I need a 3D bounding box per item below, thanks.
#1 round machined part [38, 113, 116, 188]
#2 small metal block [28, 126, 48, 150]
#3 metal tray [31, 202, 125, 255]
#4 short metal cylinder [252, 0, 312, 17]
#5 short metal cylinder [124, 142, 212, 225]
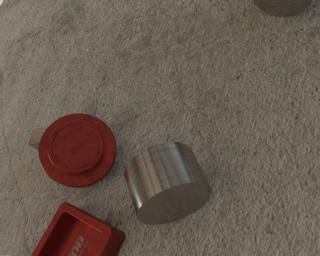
[{"bbox_3d":[-0.106,0.027,0.401,0.099,0.042,0.098,2,75,-8],"label":"round machined part"},{"bbox_3d":[-0.153,0.020,0.456,0.050,0.050,0.025,-11,57,22],"label":"small metal block"},{"bbox_3d":[-0.108,0.163,0.357,0.090,0.030,0.130,15,69,34],"label":"metal tray"},{"bbox_3d":[0.163,-0.193,0.401,0.080,0.080,0.050,16,70,34],"label":"short metal cylinder"},{"bbox_3d":[0.007,0.060,0.328,0.080,0.080,0.050,-30,52,9],"label":"short metal cylinder"}]
